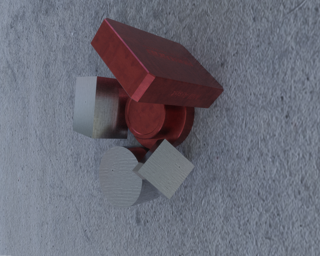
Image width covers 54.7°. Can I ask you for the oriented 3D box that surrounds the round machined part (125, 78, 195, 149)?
[{"bbox_3d":[-0.007,-0.020,0.400,0.098,0.042,0.097,0,90,39],"label":"round machined part"}]

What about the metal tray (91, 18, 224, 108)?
[{"bbox_3d":[0.002,-0.065,0.333,0.030,0.131,0.090,-52,60,27],"label":"metal tray"}]

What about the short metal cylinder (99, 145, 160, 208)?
[{"bbox_3d":[-0.036,0.063,0.418,0.080,0.050,0.079,0,90,39],"label":"short metal cylinder"}]

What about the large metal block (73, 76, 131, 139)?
[{"bbox_3d":[-0.084,-0.030,0.441,0.080,0.050,0.079,13,99,56],"label":"large metal block"}]

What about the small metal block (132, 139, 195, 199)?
[{"bbox_3d":[0.004,0.048,0.371,0.050,0.050,0.025,43,163,-11],"label":"small metal block"}]
